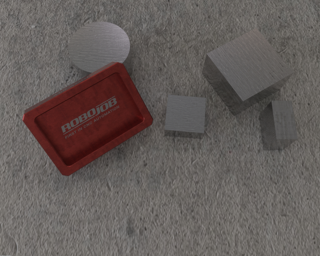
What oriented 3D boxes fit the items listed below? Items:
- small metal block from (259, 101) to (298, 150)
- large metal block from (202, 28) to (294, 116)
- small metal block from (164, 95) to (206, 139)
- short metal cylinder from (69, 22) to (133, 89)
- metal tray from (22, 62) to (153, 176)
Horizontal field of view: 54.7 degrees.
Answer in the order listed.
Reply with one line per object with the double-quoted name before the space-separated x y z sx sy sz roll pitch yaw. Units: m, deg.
"small metal block" 0.150 -0.002 0.397 0.025 0.050 0.050 0 70 0
"large metal block" 0.116 -0.076 0.423 0.080 0.050 0.080 -29 73 -10
"small metal block" 0.033 -0.015 0.414 0.050 0.025 0.050 5 70 2
"short metal cylinder" -0.080 -0.099 0.430 0.081 0.050 0.080 0 70 0
"metal tray" -0.085 -0.013 0.383 0.131 0.030 0.090 -32 112 -11
